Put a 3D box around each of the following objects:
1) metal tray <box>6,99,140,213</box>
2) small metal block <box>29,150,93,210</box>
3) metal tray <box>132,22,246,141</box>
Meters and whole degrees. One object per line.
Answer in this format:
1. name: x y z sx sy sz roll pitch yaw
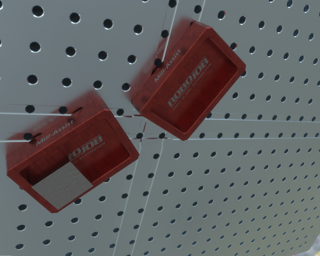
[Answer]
1. metal tray: -0.101 0.036 0.375 0.130 0.030 0.090 -34 129 -7
2. small metal block: -0.117 0.062 0.370 0.050 0.025 0.050 -34 129 -6
3. metal tray: 0.039 -0.055 0.396 0.090 0.030 0.130 32 100 -39
